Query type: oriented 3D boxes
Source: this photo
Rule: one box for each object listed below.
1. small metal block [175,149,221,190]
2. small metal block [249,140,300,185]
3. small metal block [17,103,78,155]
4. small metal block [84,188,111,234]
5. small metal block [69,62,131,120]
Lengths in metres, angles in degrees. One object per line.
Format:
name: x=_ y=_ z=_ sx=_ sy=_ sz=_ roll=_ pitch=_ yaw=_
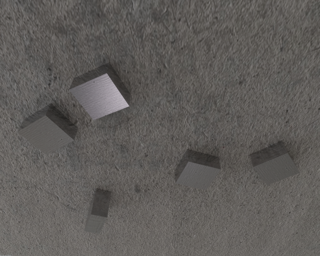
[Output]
small metal block: x=0.055 y=0.063 z=0.461 sx=0.050 sy=0.025 sz=0.050 roll=15 pitch=129 yaw=-13
small metal block: x=0.167 y=0.052 z=0.453 sx=0.050 sy=0.025 sz=0.050 roll=-28 pitch=125 yaw=21
small metal block: x=-0.147 y=0.003 z=0.408 sx=0.050 sy=0.025 sz=0.050 roll=-26 pitch=126 yaw=20
small metal block: x=-0.101 y=0.136 z=0.505 sx=0.025 sy=0.050 sz=0.050 roll=16 pitch=128 yaw=-13
small metal block: x=-0.070 y=-0.043 z=0.370 sx=0.050 sy=0.025 sz=0.050 roll=-20 pitch=128 yaw=16
